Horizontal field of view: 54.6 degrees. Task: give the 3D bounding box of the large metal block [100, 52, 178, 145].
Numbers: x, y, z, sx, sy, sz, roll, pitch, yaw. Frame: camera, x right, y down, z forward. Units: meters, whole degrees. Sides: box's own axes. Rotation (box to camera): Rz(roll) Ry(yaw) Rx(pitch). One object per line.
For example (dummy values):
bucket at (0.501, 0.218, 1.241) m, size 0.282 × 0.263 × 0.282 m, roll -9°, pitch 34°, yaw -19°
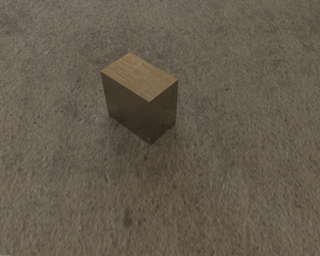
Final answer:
large metal block at (-0.025, -0.037, 0.399) m, size 0.080 × 0.080 × 0.050 m, roll 34°, pitch 58°, yaw 25°
